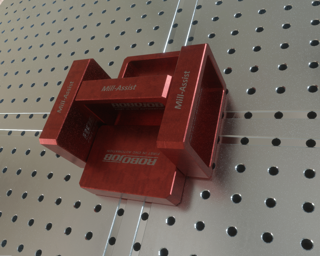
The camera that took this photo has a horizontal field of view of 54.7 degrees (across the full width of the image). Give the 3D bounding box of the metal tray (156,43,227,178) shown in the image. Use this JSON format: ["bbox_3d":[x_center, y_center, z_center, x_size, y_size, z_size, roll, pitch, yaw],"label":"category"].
[{"bbox_3d":[0.042,-0.019,0.354,0.030,0.090,0.130,1,62,28],"label":"metal tray"}]

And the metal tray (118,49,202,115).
[{"bbox_3d":[-0.001,-0.064,0.443,0.130,0.030,0.090,1,62,28],"label":"metal tray"}]

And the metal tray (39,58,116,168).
[{"bbox_3d":[-0.101,-0.019,0.429,0.030,0.090,0.130,1,62,28],"label":"metal tray"}]

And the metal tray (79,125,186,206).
[{"bbox_3d":[-0.031,0.043,0.392,0.130,0.030,0.090,1,62,28],"label":"metal tray"}]

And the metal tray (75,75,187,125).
[{"bbox_3d":[-0.029,-0.026,0.394,0.130,0.090,0.030,1,63,28],"label":"metal tray"}]
